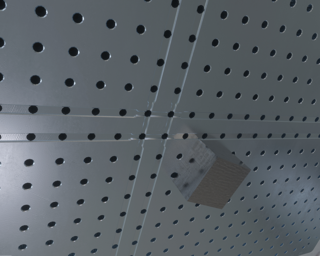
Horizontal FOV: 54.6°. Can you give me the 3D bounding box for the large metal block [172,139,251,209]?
[{"bbox_3d":[0.080,0.074,0.483,0.080,0.050,0.080,22,106,-36],"label":"large metal block"}]
